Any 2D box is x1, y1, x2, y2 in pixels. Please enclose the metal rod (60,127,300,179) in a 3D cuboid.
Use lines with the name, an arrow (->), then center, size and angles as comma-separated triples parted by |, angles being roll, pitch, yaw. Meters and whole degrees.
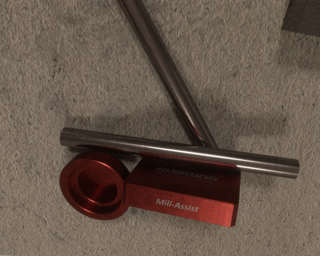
metal rod -> 0.021, 0.031, 0.400 | 0.302, 0.025, 0.025 | 8, 110, 5

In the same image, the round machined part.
round machined part -> -0.080, 0.073, 0.418 | 0.098, 0.042, 0.097 | 6, 118, 12

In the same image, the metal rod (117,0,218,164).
metal rod -> 0.010, -0.068, 0.384 | 0.025, 0.025, 0.299 | -27, 108, 9

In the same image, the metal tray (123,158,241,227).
metal tray -> 0.031, 0.071, 0.384 | 0.131, 0.090, 0.030 | 8, 110, 13

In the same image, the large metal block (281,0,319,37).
large metal block -> 0.196, -0.142, 0.347 | 0.081, 0.050, 0.079 | 9, 110, -4
